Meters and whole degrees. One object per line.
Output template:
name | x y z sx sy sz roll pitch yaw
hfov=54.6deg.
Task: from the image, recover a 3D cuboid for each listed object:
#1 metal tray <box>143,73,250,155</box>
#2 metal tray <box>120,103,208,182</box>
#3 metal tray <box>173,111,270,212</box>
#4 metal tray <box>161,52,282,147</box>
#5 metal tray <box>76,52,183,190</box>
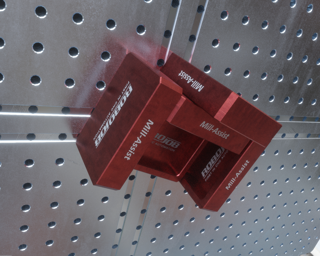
metal tray | 0.043 -0.019 0.379 0.131 0.090 0.030 23 106 -37
metal tray | -0.002 0.017 0.416 0.131 0.030 0.090 24 106 -37
metal tray | 0.081 0.040 0.436 0.030 0.090 0.129 24 105 -37
metal tray | 0.065 -0.035 0.355 0.090 0.130 0.030 24 105 -37
metal tray | -0.040 -0.009 0.340 0.030 0.090 0.129 24 105 -37
